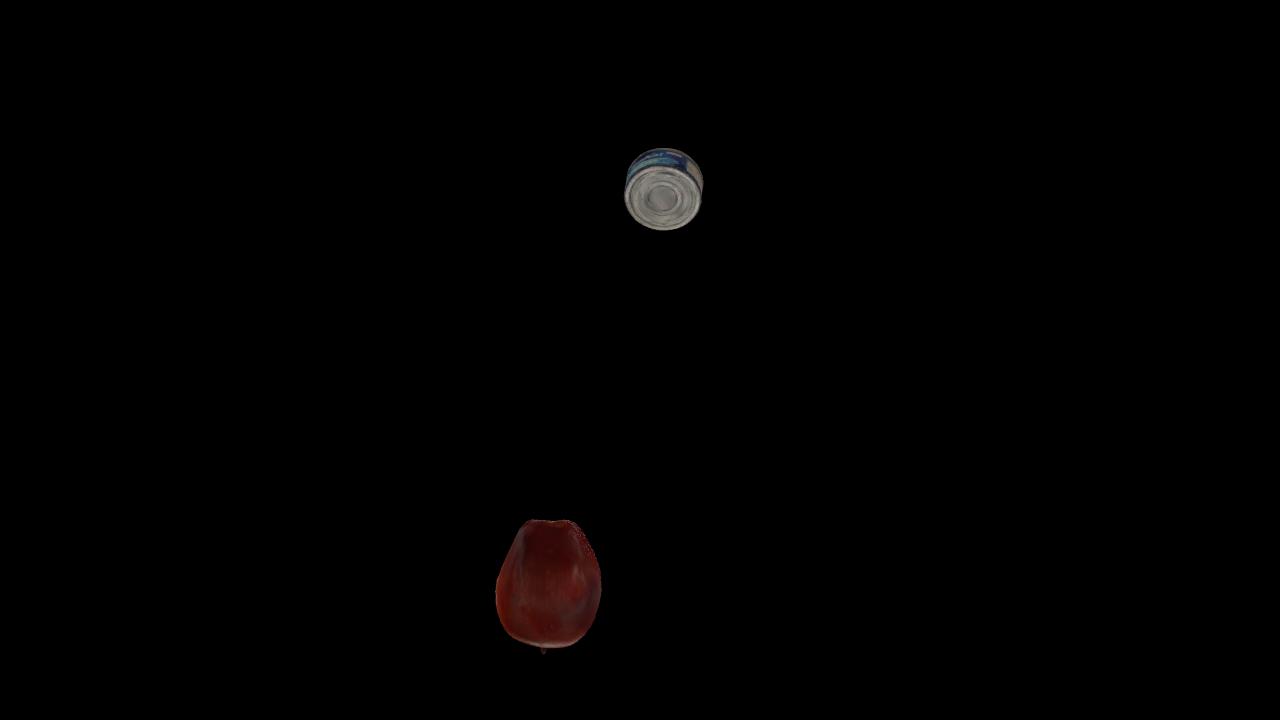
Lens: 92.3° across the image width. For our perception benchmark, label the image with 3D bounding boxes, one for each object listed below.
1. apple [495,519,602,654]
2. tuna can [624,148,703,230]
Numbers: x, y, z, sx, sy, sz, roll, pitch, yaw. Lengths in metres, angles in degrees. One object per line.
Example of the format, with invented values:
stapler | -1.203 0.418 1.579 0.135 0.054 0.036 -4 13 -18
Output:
apple | -0.067 0.166 0.454 0.079 0.093 0.079 1 -15 0
tuna can | 0.025 -0.180 0.657 0.084 0.034 0.084 5 -41 4
